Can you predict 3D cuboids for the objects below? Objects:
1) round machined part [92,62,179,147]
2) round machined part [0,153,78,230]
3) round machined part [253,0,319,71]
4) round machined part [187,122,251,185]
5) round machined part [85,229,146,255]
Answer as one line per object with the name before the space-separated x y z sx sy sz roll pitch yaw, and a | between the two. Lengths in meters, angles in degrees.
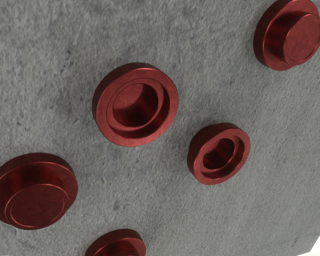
round machined part | -0.031 -0.030 0.362 0.099 0.042 0.097 -14 125 -21
round machined part | -0.147 0.081 0.367 0.099 0.042 0.097 -14 125 -21
round machined part | 0.180 -0.124 0.420 0.099 0.042 0.097 -14 125 -21
round machined part | 0.083 0.034 0.464 0.099 0.042 0.097 -14 125 -21
round machined part | -0.067 0.212 0.492 0.099 0.042 0.097 -14 125 -21
